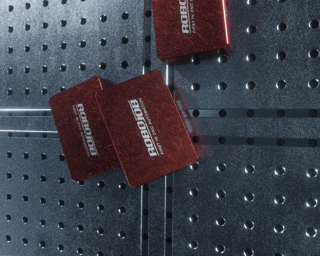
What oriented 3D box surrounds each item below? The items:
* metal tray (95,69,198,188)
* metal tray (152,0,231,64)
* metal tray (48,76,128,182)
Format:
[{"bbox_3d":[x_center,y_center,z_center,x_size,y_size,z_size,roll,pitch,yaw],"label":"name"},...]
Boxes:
[{"bbox_3d":[-0.018,0.001,0.400,0.090,0.030,0.130,-22,82,-4],"label":"metal tray"},{"bbox_3d":[0.038,-0.155,0.397,0.090,0.030,0.129,-6,88,20],"label":"metal tray"},{"bbox_3d":[-0.099,0.002,0.446,0.090,0.030,0.129,-21,83,18],"label":"metal tray"}]
